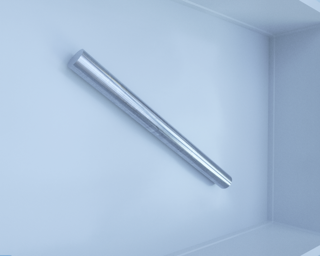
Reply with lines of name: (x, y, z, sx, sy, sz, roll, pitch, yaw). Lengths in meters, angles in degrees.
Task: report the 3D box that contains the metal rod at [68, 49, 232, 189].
metal rod: (0.007, 0.005, 0.412, 0.301, 0.025, 0.025, 40, 66, -33)
